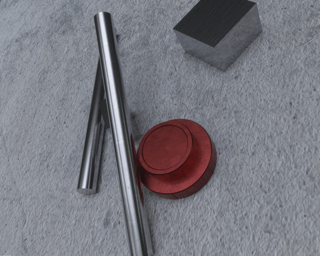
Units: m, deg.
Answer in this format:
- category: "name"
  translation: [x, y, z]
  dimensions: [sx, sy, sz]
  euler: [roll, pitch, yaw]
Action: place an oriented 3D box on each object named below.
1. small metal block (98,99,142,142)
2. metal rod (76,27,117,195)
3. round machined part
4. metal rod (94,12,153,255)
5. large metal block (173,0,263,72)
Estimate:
- category: "small metal block"
  translation: [-0.054, -0.011, 0.421]
  dimensions: [0.025, 0.050, 0.050]
  euler: [-31, 52, 8]
- category: "metal rod"
  translation: [-0.093, -0.046, 0.478]
  dimensions: [0.025, 0.025, 0.299]
  euler: [-12, 57, 21]
- category: "round machined part"
  translation: [0.013, 0.031, 0.366]
  dimensions: [0.098, 0.042, 0.098]
  euler: [-13, 56, 20]
- category: "metal rod"
  translation: [-0.047, -0.004, 0.370]
  dimensions: [0.025, 0.025, 0.299]
  euler: [-16, 74, 18]
- category: "large metal block"
  translation: [0.080, -0.136, 0.429]
  dimensions: [0.080, 0.050, 0.080]
  euler: [-47, 52, -5]
